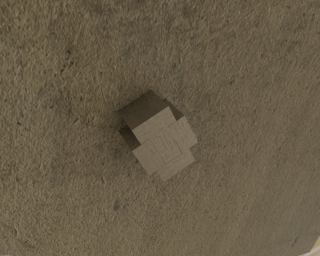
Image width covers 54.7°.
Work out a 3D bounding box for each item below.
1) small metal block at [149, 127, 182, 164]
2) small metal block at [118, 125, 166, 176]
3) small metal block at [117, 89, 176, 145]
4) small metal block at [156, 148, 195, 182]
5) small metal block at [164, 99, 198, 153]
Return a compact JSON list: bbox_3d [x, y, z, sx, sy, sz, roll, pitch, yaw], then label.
[{"bbox_3d":[-0.003,0.011,0.398,0.025,0.050,0.050,-35,129,-6],"label":"small metal block"},{"bbox_3d":[-0.023,0.025,0.395,0.025,0.050,0.050,-35,129,-6],"label":"small metal block"},{"bbox_3d":[-0.017,-0.015,0.375,0.050,0.050,0.025,-34,129,-6],"label":"small metal block"},{"bbox_3d":[0.011,0.037,0.422,0.050,0.050,0.025,-34,129,-6],"label":"small metal block"},{"bbox_3d":[0.018,-0.003,0.401,0.025,0.050,0.050,-35,129,-5],"label":"small metal block"}]
